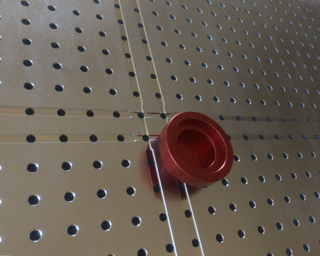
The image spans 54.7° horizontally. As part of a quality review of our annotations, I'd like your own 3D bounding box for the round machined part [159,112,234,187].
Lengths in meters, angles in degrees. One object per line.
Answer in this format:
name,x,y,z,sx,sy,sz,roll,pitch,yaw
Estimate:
round machined part,0.043,0.031,0.403,0.099,0.042,0.098,14,56,-21
